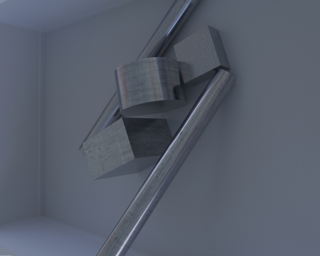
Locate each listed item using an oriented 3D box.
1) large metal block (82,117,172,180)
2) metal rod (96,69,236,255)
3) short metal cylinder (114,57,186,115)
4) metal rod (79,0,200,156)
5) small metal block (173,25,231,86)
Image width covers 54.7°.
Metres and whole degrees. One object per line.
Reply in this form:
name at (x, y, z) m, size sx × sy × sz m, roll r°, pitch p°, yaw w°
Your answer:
large metal block at (-0.038, 0.027, 0.400) m, size 0.080 × 0.081 × 0.050 m, roll -30°, pitch 72°, yaw 36°
metal rod at (-0.007, 0.066, 0.331) m, size 0.025 × 0.025 × 0.300 m, roll 29°, pitch 82°, yaw 36°
short metal cylinder at (-0.012, -0.048, 0.379) m, size 0.080 × 0.081 × 0.050 m, roll -15°, pitch 81°, yaw 39°
metal rod at (-0.037, -0.067, 0.434) m, size 0.298 × 0.025 × 0.025 m, roll -52°, pitch 60°, yaw 27°
small metal block at (0.049, -0.084, 0.365) m, size 0.050 × 0.025 × 0.050 m, roll -23°, pitch 75°, yaw 37°
